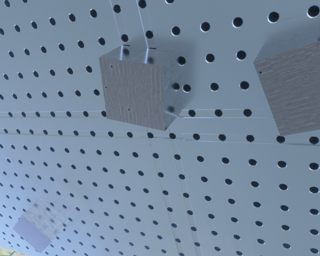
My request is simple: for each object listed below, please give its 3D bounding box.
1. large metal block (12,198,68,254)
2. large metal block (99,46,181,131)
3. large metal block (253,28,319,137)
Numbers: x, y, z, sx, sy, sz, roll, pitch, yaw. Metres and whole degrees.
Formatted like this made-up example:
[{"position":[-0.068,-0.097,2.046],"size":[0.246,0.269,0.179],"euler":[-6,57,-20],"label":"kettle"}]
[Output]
[{"position":[-0.255,0.210,0.661],"size":[0.080,0.050,0.080],"euler":[43,129,-2],"label":"large metal block"},{"position":[-0.021,-0.050,0.376],"size":[0.080,0.050,0.080],"euler":[12,124,21],"label":"large metal block"},{"position":[0.145,-0.046,0.291],"size":[0.080,0.050,0.080],"euler":[-14,111,34],"label":"large metal block"}]
